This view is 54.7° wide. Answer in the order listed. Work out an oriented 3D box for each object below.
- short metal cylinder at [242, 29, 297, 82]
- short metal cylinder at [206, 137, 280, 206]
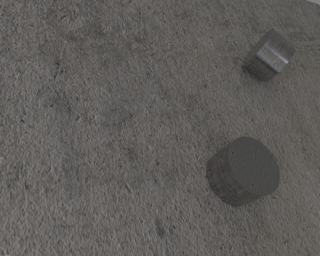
[{"bbox_3d":[0.192,-0.128,0.550,0.050,0.080,0.080,38,51,-3],"label":"short metal cylinder"},{"bbox_3d":[0.109,0.058,0.411,0.081,0.050,0.080,14,56,-21],"label":"short metal cylinder"}]
